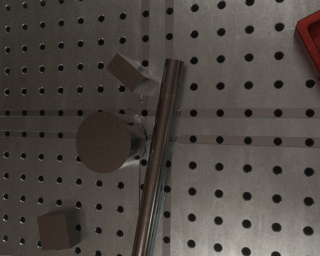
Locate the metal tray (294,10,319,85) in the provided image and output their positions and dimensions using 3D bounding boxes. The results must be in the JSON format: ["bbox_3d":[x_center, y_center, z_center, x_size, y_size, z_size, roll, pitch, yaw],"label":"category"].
[{"bbox_3d":[0.226,-0.102,0.330,0.130,0.030,0.090,-25,82,17],"label":"metal tray"}]

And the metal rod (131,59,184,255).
[{"bbox_3d":[-0.006,0.059,0.413,0.025,0.025,0.298,11,94,19],"label":"metal rod"}]

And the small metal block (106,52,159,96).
[{"bbox_3d":[-0.036,-0.070,0.411,0.050,0.050,0.025,43,103,14],"label":"small metal block"}]

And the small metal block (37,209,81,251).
[{"bbox_3d":[-0.152,0.153,0.465,0.050,0.025,0.050,-12,86,19],"label":"small metal block"}]

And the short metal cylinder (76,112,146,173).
[{"bbox_3d":[-0.065,0.019,0.421,0.080,0.050,0.079,0,90,19],"label":"short metal cylinder"}]
